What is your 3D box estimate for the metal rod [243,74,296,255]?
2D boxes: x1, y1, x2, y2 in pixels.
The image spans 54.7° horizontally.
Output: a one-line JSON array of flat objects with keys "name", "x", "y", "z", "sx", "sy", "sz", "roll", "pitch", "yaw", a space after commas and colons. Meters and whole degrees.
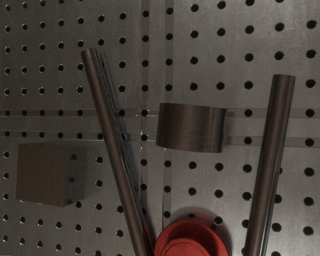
[{"name": "metal rod", "x": 0.123, "y": 0.087, "z": 0.369, "sx": 0.025, "sy": 0.025, "sz": 0.298, "roll": 10, "pitch": 93, "yaw": 19}]

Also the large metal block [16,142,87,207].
[{"name": "large metal block", "x": -0.158, "y": 0.065, "z": 0.453, "sx": 0.080, "sy": 0.050, "sz": 0.079, "roll": 4, "pitch": 91, "yaw": 19}]

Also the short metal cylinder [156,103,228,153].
[{"name": "short metal cylinder", "x": 0.037, "y": -0.001, "z": 0.370, "sx": 0.080, "sy": 0.080, "sz": 0.050, "roll": 6, "pitch": 92, "yaw": 19}]

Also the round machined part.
[{"name": "round machined part", "x": 0.038, "y": 0.165, "z": 0.390, "sx": 0.098, "sy": 0.042, "sz": 0.097, "roll": 0, "pitch": 90, "yaw": 19}]

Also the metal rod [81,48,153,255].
[{"name": "metal rod", "x": -0.060, "y": 0.033, "z": 0.432, "sx": 0.025, "sy": 0.025, "sz": 0.298, "roll": -18, "pitch": 84, "yaw": 19}]
